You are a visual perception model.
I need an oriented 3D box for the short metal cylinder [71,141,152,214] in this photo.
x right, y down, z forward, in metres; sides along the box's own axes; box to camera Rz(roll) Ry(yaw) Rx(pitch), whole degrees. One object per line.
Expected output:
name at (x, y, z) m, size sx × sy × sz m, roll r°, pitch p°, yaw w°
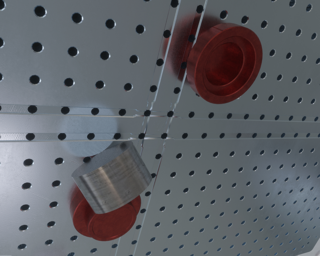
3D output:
short metal cylinder at (-0.057, 0.057, 0.371) m, size 0.080 × 0.080 × 0.050 m, roll -30°, pitch 101°, yaw -9°

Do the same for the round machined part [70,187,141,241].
round machined part at (-0.072, 0.119, 0.434) m, size 0.099 × 0.042 × 0.097 m, roll -14°, pitch 124°, yaw -21°

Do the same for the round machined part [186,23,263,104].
round machined part at (0.076, -0.083, 0.390) m, size 0.099 × 0.042 × 0.097 m, roll -14°, pitch 124°, yaw -21°
